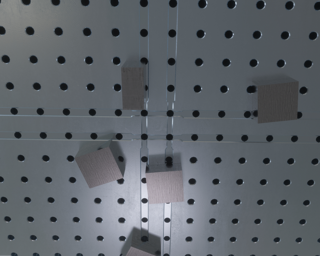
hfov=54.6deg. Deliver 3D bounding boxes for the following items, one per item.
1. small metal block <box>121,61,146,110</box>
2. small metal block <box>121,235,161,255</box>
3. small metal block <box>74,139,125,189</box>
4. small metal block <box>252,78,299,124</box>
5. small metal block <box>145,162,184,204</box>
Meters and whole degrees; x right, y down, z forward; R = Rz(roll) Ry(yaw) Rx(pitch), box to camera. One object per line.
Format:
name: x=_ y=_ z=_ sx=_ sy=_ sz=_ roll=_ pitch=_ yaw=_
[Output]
small metal block: x=-0.031 y=-0.053 z=0.380 sx=0.025 sy=0.050 sz=0.050 roll=0 pitch=110 yaw=0
small metal block: x=-0.032 y=0.205 z=0.488 sx=0.050 sy=0.025 sz=0.050 roll=24 pitch=108 yaw=-9
small metal block: x=-0.082 y=0.050 z=0.431 sx=0.050 sy=0.025 sz=0.050 roll=-19 pitch=109 yaw=6
small metal block: x=0.148 y=-0.036 z=0.401 sx=0.050 sy=0.025 sz=0.050 roll=-6 pitch=110 yaw=2
small metal block: x=0.007 y=0.079 z=0.442 sx=0.050 sy=0.025 sz=0.050 roll=-5 pitch=110 yaw=1
